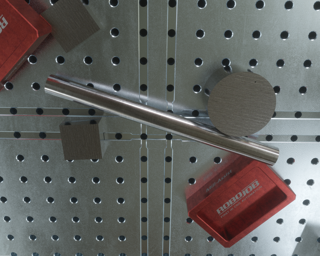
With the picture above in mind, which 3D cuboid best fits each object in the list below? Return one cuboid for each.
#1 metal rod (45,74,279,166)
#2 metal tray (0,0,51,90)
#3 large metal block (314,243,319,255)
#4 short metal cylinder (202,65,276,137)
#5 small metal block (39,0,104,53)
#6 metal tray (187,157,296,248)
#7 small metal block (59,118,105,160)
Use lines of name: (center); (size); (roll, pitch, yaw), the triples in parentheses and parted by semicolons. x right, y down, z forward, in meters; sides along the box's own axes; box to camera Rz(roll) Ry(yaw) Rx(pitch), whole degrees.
metal rod: (0.004, -0.010, 0.395); (0.302, 0.025, 0.025); (18, 109, -1)
metal tray: (-0.202, -0.102, 0.357); (0.130, 0.030, 0.090); (-37, 106, 24)
large metal block: (0.289, 0.232, 0.488); (0.081, 0.050, 0.079); (11, 110, -4)
short metal cylinder: (0.096, -0.035, 0.388); (0.081, 0.050, 0.079); (0, 110, 0)
small metal block: (-0.104, -0.125, 0.366); (0.050, 0.025, 0.050); (-32, 107, 11)
metal tray: (0.115, 0.105, 0.450); (0.130, 0.030, 0.090); (-43, 105, 14)
small metal block: (-0.103, 0.015, 0.418); (0.050, 0.025, 0.050); (-2, 110, 0)
